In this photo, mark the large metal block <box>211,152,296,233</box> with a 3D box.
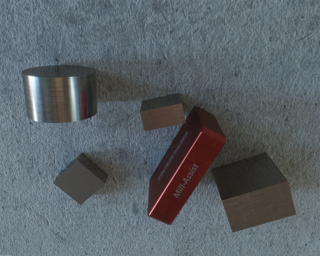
[{"bbox_3d":[0.120,0.082,0.412,0.080,0.080,0.050,-18,109,6],"label":"large metal block"}]

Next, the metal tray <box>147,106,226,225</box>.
[{"bbox_3d":[0.029,0.044,0.391,0.030,0.090,0.129,27,108,-10],"label":"metal tray"}]

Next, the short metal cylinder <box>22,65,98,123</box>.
[{"bbox_3d":[-0.116,-0.042,0.364,0.081,0.080,0.050,1,110,-1],"label":"short metal cylinder"}]

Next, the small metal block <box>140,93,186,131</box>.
[{"bbox_3d":[0.004,-0.021,0.389,0.050,0.050,0.025,-11,110,4],"label":"small metal block"}]

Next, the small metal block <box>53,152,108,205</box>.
[{"bbox_3d":[-0.111,0.072,0.435,0.050,0.025,0.050,-42,105,13],"label":"small metal block"}]
